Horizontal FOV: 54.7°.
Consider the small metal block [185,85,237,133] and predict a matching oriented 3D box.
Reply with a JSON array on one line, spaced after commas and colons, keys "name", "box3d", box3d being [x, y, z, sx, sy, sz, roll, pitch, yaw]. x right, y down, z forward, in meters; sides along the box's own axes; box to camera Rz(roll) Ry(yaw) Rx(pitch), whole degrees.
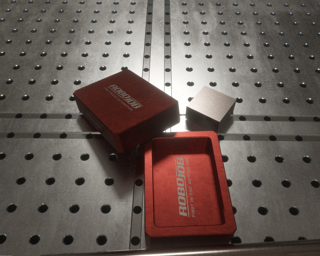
[{"name": "small metal block", "box3d": [0.071, -0.027, 0.431, 0.050, 0.025, 0.050, 28, 55, 21]}]

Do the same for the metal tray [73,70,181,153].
[{"name": "metal tray", "box3d": [-0.047, -0.029, 0.407, 0.091, 0.030, 0.130, -28, 41, -22]}]

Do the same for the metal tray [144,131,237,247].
[{"name": "metal tray", "box3d": [0.028, 0.063, 0.351, 0.091, 0.030, 0.130, -1, 50, -2]}]

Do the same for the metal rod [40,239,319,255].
[{"name": "metal rod", "box3d": [0.038, 0.128, 0.300, 0.302, 0.025, 0.025, -2, 50, -3]}]
